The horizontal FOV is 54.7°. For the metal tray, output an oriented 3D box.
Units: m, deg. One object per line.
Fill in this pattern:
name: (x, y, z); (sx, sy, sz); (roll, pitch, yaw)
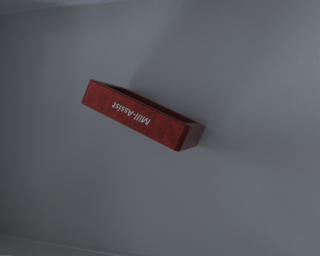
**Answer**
metal tray: (-0.017, -0.016, 0.377); (0.130, 0.090, 0.030); (26, 99, 17)
